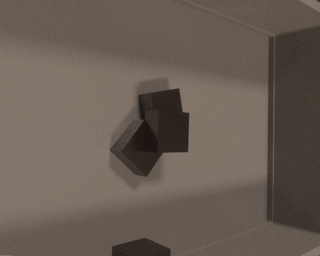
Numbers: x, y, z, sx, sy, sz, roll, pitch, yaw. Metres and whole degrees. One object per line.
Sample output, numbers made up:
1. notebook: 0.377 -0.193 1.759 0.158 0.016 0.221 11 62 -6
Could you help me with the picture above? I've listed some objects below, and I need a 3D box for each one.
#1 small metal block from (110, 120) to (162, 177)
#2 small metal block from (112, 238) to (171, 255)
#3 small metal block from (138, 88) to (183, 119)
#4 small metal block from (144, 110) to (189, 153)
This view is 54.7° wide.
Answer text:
1. small metal block: -0.026 0.025 0.387 0.050 0.025 0.050 50 61 -29
2. small metal block: -0.023 0.157 0.373 0.050 0.050 0.025 2 89 -40
3. small metal block: 0.003 -0.024 0.411 0.050 0.025 0.050 -15 100 -39
4. small metal block: 0.009 0.005 0.384 0.050 0.025 0.050 3 88 -40
